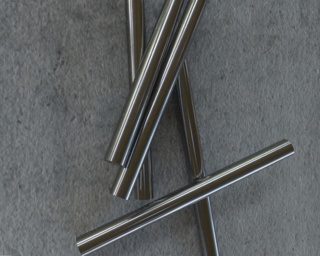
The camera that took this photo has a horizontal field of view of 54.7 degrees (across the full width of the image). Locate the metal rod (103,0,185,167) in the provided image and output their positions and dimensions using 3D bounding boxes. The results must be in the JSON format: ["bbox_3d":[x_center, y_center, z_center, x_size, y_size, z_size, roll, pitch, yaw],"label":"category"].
[{"bbox_3d":[-0.005,-0.097,0.385,0.025,0.025,0.299,24,73,-19],"label":"metal rod"}]

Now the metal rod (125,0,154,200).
[{"bbox_3d":[-0.028,-0.058,0.399,0.025,0.025,0.298,-3,91,-20],"label":"metal rod"}]

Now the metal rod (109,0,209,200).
[{"bbox_3d":[0.007,-0.057,0.387,0.025,0.025,0.299,25,79,-19],"label":"metal rod"}]

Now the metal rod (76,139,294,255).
[{"bbox_3d":[0.040,0.085,0.401,0.302,0.025,0.025,-23,98,-10],"label":"metal rod"}]

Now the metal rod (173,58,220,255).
[{"bbox_3d":[0.050,0.054,0.428,0.025,0.025,0.298,-11,94,-20],"label":"metal rod"}]
